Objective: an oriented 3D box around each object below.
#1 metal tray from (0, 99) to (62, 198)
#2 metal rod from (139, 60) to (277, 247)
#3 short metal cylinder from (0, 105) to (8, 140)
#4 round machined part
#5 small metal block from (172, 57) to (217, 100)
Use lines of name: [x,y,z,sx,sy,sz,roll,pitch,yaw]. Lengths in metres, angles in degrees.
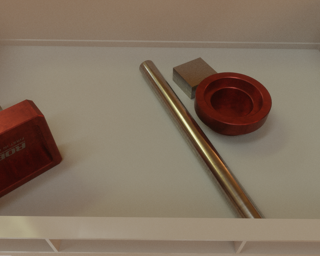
metal tray: [-0.180,0.035,0.330,0.131,0.089,0.030,-32,57,-24]
metal rod: [0.043,0.008,0.398,0.025,0.025,0.300,-20,53,-16]
short metal cylinder: [-0.208,-0.001,0.368,0.050,0.080,0.080,-31,57,-24]
round machined part: [0.095,-0.028,0.419,0.099,0.042,0.098,0,50,0]
small metal block: [0.054,-0.076,0.470,0.050,0.025,0.050,-24,54,-20]
